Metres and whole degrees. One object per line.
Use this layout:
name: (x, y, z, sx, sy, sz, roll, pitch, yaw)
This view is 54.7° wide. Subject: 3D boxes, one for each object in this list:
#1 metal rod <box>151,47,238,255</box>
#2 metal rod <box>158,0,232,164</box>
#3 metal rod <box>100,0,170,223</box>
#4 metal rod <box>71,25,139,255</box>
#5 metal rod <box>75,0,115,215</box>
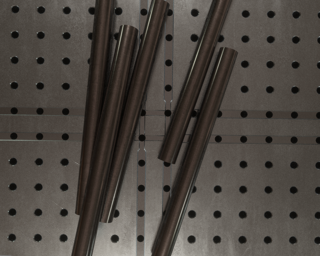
metal rod: (0.045, 0.038, 0.414, 0.025, 0.025, 0.298, 18, 90, -1)
metal rod: (0.057, -0.097, 0.414, 0.025, 0.025, 0.298, 19, 90, -1)
metal rod: (-0.037, -0.023, 0.412, 0.025, 0.025, 0.298, 15, 90, -1)
metal rod: (-0.069, 0.014, 0.397, 0.025, 0.025, 0.298, 11, 84, -1)
metal rod: (-0.086, -0.035, 0.412, 0.025, 0.025, 0.298, 6, 90, -1)
